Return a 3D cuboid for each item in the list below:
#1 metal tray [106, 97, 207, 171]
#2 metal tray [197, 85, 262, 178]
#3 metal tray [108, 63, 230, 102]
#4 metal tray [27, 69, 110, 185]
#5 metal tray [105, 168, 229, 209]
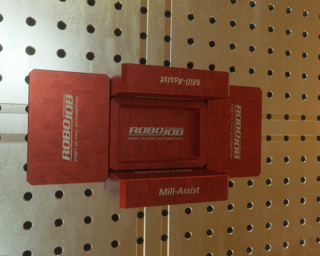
[{"bbox_3d":[-0.003,0.008,0.407,0.131,0.030,0.089,1,90,-21],"label":"metal tray"},{"bbox_3d":[0.101,0.005,0.447,0.091,0.030,0.129,1,90,-21],"label":"metal tray"},{"bbox_3d":[0.007,-0.052,0.382,0.131,0.090,0.030,1,90,-20],"label":"metal tray"},{"bbox_3d":[-0.108,-0.001,0.370,0.091,0.030,0.129,1,90,-21],"label":"metal tray"},{"bbox_3d":[0.006,0.068,0.380,0.131,0.090,0.030,1,90,-20],"label":"metal tray"}]
